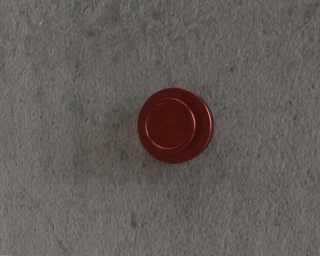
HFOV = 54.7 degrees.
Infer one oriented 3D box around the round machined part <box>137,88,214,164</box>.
[{"bbox_3d":[0.016,-0.003,0.394,0.098,0.042,0.097,0,90,19],"label":"round machined part"}]
